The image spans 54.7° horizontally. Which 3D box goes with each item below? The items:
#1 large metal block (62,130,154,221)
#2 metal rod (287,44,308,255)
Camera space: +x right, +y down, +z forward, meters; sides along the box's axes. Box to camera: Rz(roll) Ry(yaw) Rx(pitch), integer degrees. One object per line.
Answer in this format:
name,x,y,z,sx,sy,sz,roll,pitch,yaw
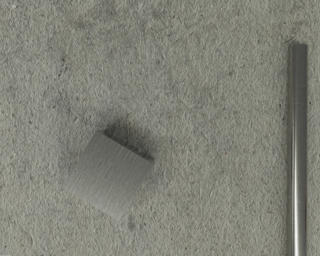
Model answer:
large metal block,-0.063,0.057,0.397,0.080,0.050,0.080,31,90,-1
metal rod,0.183,0.041,0.412,0.025,0.025,0.298,0,90,-1
